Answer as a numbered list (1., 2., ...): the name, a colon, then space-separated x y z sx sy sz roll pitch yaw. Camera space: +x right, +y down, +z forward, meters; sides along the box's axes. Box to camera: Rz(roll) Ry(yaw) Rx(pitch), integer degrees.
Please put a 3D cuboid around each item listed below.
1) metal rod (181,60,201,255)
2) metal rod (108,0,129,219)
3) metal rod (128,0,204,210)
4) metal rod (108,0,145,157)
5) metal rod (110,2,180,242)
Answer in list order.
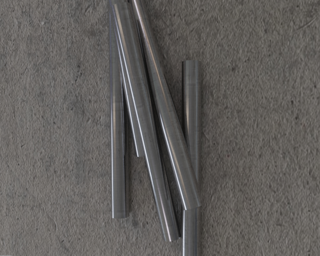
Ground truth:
1. metal rod: 0.040 0.065 0.394 0.025 0.025 0.298 0 90 20
2. metal rod: -0.057 -0.027 0.429 0.025 0.025 0.298 -1 90 20
3. metal rod: 0.000 -0.048 0.392 0.025 0.025 0.299 -20 77 19
4. metal rod: -0.045 -0.111 0.406 0.025 0.025 0.298 -8 94 20
5. metal rod: -0.016 -0.003 0.390 0.025 0.025 0.298 -11 95 20
